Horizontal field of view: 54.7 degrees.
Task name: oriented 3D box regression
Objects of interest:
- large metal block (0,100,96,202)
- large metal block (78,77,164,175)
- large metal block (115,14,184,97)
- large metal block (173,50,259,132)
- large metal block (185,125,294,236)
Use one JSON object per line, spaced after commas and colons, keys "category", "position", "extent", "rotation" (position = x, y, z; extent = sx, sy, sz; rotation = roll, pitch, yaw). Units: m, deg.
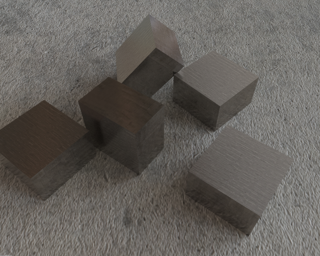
{"category": "large metal block", "position": [-0.137, 0.024, 0.366], "extent": [0.080, 0.050, 0.080], "rotation": [31, 57, 23]}
{"category": "large metal block", "position": [-0.043, -0.002, 0.369], "extent": [0.080, 0.080, 0.050], "rotation": [29, 56, 22]}
{"category": "large metal block", "position": [-0.018, -0.099, 0.442], "extent": [0.050, 0.080, 0.080], "rotation": [25, 39, -35]}
{"category": "large metal block", "position": [0.075, -0.054, 0.433], "extent": [0.080, 0.050, 0.080], "rotation": [-36, 59, -26]}
{"category": "large metal block", "position": [0.086, 0.055, 0.341], "extent": [0.080, 0.050, 0.080], "rotation": [30, 56, 23]}
